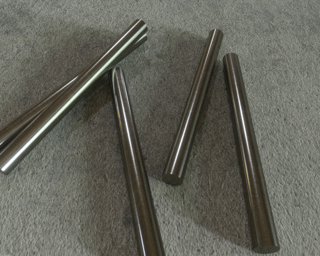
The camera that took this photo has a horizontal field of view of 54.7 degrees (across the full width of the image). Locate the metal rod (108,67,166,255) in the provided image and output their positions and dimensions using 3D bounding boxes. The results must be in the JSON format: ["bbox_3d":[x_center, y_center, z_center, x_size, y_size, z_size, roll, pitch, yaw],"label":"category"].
[{"bbox_3d":[-0.035,0.029,0.378,0.025,0.025,0.300,-10,51,-8],"label":"metal rod"}]

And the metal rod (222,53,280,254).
[{"bbox_3d":[0.109,0.004,0.399,0.025,0.025,0.300,1,50,1],"label":"metal rod"}]

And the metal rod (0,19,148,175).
[{"bbox_3d":[-0.110,-0.059,0.432,0.025,0.025,0.301,26,60,20],"label":"metal rod"}]

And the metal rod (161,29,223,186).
[{"bbox_3d":[0.056,-0.051,0.446,0.025,0.025,0.300,13,51,10],"label":"metal rod"}]

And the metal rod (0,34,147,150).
[{"bbox_3d":[-0.120,-0.067,0.458,0.025,0.025,0.301,29,56,22],"label":"metal rod"}]
